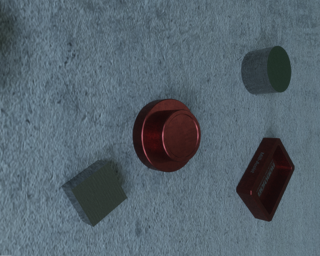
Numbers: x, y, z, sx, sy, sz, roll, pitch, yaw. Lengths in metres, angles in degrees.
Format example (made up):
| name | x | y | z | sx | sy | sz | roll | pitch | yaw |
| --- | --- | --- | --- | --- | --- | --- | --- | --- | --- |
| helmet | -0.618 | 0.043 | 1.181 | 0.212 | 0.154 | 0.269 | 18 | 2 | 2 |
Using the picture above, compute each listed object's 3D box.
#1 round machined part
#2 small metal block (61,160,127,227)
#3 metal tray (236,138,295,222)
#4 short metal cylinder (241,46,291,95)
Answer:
| name | x | y | z | sx | sy | sz | roll | pitch | yaw |
| --- | --- | --- | --- | --- | --- | --- | --- | --- | --- |
| round machined part | 0.016 | 0.010 | 0.409 | 0.099 | 0.042 | 0.097 | 0 | 90 | -40 |
| small metal block | -0.072 | 0.072 | 0.346 | 0.050 | 0.025 | 0.050 | -37 | 113 | -34 |
| metal tray | 0.198 | 0.092 | 0.570 | 0.130 | 0.030 | 0.090 | -53 | 121 | -27 |
| short metal cylinder | 0.190 | -0.101 | 0.551 | 0.081 | 0.050 | 0.079 | 0 | 90 | -40 |
